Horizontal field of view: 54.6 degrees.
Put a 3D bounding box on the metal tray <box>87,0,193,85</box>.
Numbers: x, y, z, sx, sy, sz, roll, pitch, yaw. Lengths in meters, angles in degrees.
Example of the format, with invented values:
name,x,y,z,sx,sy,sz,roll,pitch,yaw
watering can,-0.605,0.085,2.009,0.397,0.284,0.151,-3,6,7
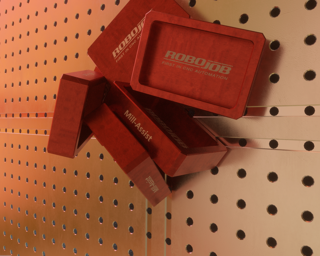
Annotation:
name,x,y,z,sx,sy,sz,roll,pitch,yaw
metal tray,-0.026,-0.114,0.404,0.130,0.030,0.090,-44,66,15

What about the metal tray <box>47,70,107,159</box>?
name,x,y,z,sx,sy,sz,roll,pitch,yaw
metal tray,-0.100,-0.025,0.394,0.030,0.130,0.089,14,102,-4

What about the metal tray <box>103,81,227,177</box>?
name,x,y,z,sx,sy,sz,roll,pitch,yaw
metal tray,0.005,-0.003,0.362,0.130,0.091,0.030,46,117,30

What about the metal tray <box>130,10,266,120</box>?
name,x,y,z,sx,sy,sz,roll,pitch,yaw
metal tray,0.039,-0.070,0.343,0.130,0.030,0.089,17,102,15

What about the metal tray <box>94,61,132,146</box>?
name,x,y,z,sx,sy,sz,roll,pitch,yaw
metal tray,-0.071,-0.049,0.466,0.090,0.030,0.129,46,117,29

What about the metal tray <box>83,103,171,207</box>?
name,x,y,z,sx,sy,sz,roll,pitch,yaw
metal tray,-0.036,0.037,0.377,0.030,0.130,0.090,-38,60,-9
